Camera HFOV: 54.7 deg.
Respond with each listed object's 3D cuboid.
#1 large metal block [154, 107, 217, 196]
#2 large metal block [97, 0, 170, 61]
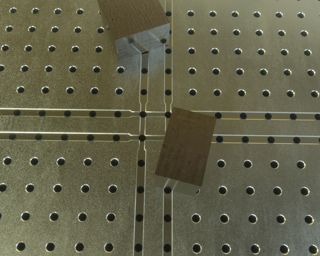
[{"bbox_3d":[0.029,0.032,0.371,0.050,0.080,0.080,14,71,5],"label":"large metal block"},{"bbox_3d":[-0.039,-0.157,0.456,0.080,0.050,0.080,-20,72,-8],"label":"large metal block"}]
